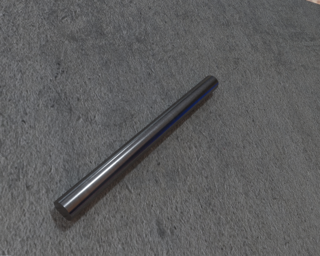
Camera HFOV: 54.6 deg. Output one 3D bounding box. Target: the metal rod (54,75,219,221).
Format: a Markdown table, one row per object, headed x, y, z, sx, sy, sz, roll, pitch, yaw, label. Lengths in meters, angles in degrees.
| x | y | z | sx | sy | sz | roll | pitch | yaw | label |
| --- | --- | --- | --- | --- | --- | --- | --- | --- | --- |
| -0.007 | 0.005 | 0.399 | 0.025 | 0.025 | 0.302 | 46 | 51 | 4 | metal rod |
